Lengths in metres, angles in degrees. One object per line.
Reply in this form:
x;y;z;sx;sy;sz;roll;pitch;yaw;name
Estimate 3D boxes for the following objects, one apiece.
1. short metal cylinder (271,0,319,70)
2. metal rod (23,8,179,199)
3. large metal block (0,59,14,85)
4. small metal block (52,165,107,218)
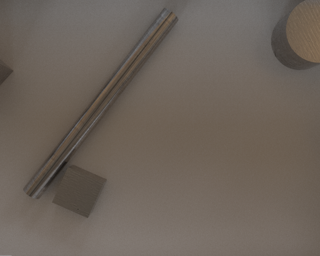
0.193;-0.119;0.401;0.081;0.050;0.079;0;90;-1;short metal cylinder
-0.077;-0.032;0.410;0.025;0.025;0.300;38;90;-1;metal rod
-0.243;-0.066;0.378;0.050;0.080;0.080;42;86;-1;large metal block
-0.106;0.083;0.410;0.050;0.025;0.050;24;90;-1;small metal block
